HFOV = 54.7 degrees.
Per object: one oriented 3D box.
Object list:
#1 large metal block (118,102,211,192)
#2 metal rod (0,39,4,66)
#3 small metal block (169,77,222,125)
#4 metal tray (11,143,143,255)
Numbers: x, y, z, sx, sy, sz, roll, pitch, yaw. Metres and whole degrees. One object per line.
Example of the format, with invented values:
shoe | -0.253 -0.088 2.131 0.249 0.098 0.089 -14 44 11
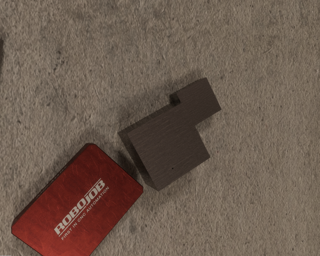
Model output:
large metal block | 0.005 0.022 0.399 0.080 0.050 0.080 -31 100 -18
metal rod | -0.206 0.049 0.333 0.025 0.025 0.298 9 87 -20
small metal block | 0.049 -0.036 0.428 0.050 0.025 0.050 -30 100 -18
metal tray | -0.095 0.093 0.372 0.090 0.030 0.130 45 76 -15
